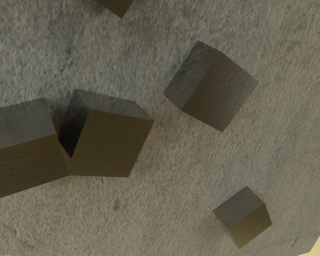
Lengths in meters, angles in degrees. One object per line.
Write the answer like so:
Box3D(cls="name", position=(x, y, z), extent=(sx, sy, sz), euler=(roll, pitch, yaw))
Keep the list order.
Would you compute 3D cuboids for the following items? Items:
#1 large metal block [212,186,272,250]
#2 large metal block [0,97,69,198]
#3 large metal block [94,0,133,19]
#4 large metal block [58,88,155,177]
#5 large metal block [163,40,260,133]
Box3D(cls="large metal block", position=(0.157, 0.169, 0.584), extent=(0.080, 0.050, 0.080), euler=(-35, 129, -6))
Box3D(cls="large metal block", position=(-0.143, 0.018, 0.305), extent=(0.081, 0.080, 0.050), euler=(-17, 126, -19))
Box3D(cls="large metal block", position=(-0.051, -0.156, 0.267), extent=(0.080, 0.050, 0.080), euler=(27, 104, -38))
Box3D(cls="large metal block", position=(-0.066, 0.009, 0.356), extent=(0.081, 0.050, 0.079), euler=(10, 114, -39))
Box3D(cls="large metal block", position=(0.065, -0.051, 0.396), extent=(0.080, 0.050, 0.080), euler=(25, 105, -37))
